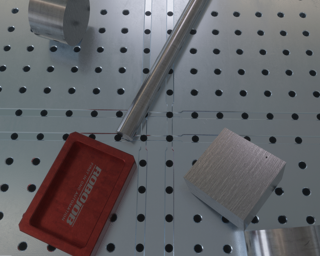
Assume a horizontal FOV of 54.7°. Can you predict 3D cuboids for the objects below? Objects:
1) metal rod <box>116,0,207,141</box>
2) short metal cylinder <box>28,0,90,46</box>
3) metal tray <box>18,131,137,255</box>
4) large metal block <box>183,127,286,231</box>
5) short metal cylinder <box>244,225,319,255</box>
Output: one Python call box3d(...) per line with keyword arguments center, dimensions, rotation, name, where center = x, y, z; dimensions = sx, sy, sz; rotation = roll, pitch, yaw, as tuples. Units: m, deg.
box3d(center=(0.017, -0.116, 0.454), dimensions=(0.025, 0.025, 0.300), rotation=(24, 72, 8), name="metal rod")
box3d(center=(-0.141, -0.163, 0.441), dimensions=(0.050, 0.080, 0.080), rotation=(17, 71, 6), name="short metal cylinder")
box3d(center=(-0.096, 0.080, 0.379), dimensions=(0.090, 0.030, 0.130), rotation=(22, 71, 7), name="metal tray")
box3d(center=(0.088, 0.059, 0.366), dimensions=(0.080, 0.050, 0.080), rotation=(33, 72, 29), name="large metal block")
box3d(center=(0.135, 0.134, 0.334), dimensions=(0.081, 0.080, 0.050), rotation=(-4, 71, -2), name="short metal cylinder")
